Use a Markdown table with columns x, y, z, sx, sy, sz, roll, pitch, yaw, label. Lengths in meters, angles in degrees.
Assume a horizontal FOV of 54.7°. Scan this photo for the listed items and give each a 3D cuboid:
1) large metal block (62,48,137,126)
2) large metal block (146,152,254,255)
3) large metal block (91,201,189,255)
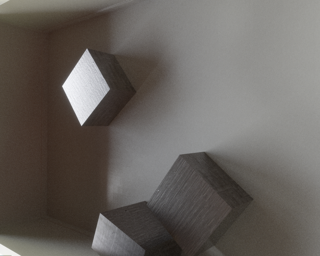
| x | y | z | sx | sy | sz | roll | pitch | yaw | label |
| --- | --- | --- | --- | --- | --- | --- | --- | --- | --- |
| -0.094 | -0.059 | 0.468 | 0.080 | 0.050 | 0.080 | -46 | 63 | 30 | large metal block |
| 0.043 | 0.085 | 0.355 | 0.080 | 0.050 | 0.080 | 45 | 117 | 30 | large metal block |
| -0.025 | 0.141 | 0.392 | 0.080 | 0.081 | 0.050 | 25 | 106 | 37 | large metal block |
